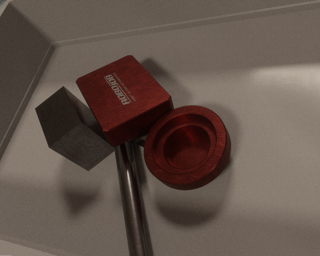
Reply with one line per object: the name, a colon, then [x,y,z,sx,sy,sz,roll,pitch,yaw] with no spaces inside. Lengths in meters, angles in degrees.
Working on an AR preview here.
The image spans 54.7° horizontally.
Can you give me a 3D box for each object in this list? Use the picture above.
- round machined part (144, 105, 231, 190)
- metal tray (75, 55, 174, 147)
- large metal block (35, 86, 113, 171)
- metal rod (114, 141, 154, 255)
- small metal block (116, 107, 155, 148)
round machined part: [0.034,0.026,0.360,0.098,0.042,0.098,-13,56,20]
metal tray: [-0.050,-0.042,0.413,0.090,0.030,0.130,-28,46,-11]
large metal block: [-0.116,0.002,0.428,0.050,0.080,0.080,-38,51,2]
metal rod: [-0.048,0.026,0.413,0.025,0.025,0.299,-24,53,13]
small metal block: [-0.026,-0.007,0.405,0.050,0.025,0.050,24,64,4]
